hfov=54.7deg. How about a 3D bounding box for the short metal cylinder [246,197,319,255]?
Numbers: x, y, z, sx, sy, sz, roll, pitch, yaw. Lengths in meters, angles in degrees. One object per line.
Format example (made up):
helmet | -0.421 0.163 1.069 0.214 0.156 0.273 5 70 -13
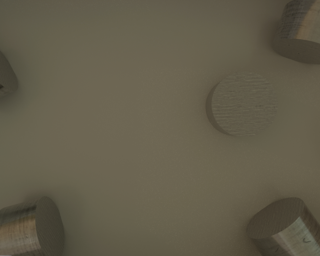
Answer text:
short metal cylinder | 0.156 0.131 0.385 0.080 0.080 0.050 -35 90 0

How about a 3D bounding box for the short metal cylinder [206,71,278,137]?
short metal cylinder | 0.103 -0.029 0.399 0.081 0.050 0.080 0 90 0

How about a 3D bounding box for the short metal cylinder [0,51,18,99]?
short metal cylinder | -0.224 -0.069 0.382 0.050 0.080 0.080 -28 90 0

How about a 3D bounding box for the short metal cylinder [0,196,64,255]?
short metal cylinder | -0.159 0.130 0.383 0.050 0.080 0.080 -16 90 0

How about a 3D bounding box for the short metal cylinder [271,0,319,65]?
short metal cylinder | 0.187 -0.118 0.385 0.080 0.080 0.050 19 90 0
